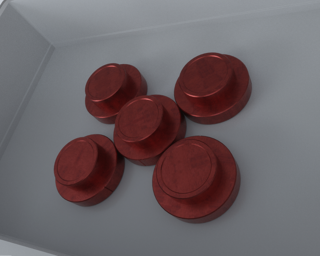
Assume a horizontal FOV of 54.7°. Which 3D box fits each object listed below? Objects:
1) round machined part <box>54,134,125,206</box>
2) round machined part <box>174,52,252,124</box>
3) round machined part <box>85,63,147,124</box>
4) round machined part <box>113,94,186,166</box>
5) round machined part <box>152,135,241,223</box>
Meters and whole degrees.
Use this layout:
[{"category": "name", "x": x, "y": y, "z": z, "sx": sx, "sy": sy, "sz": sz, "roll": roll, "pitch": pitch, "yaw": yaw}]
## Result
[{"category": "round machined part", "x": -0.100, "y": 0.051, "z": 0.413, "sx": 0.098, "sy": 0.042, "sz": 0.098, "roll": -13, "pitch": 56, "yaw": 20}, {"category": "round machined part", "x": 0.063, "y": -0.057, "z": 0.394, "sx": 0.098, "sy": 0.042, "sz": 0.098, "roll": -13, "pitch": 56, "yaw": 20}, {"category": "round machined part", "x": -0.072, "y": -0.058, "z": 0.465, "sx": 0.098, "sy": 0.042, "sz": 0.098, "roll": -13, "pitch": 56, "yaw": 20}, {"category": "round machined part", "x": -0.019, "y": -0.003, "z": 0.403, "sx": 0.098, "sy": 0.042, "sz": 0.098, "roll": -13, "pitch": 56, "yaw": 20}, {"category": "round machined part", "x": 0.035, "y": 0.051, "z": 0.342, "sx": 0.098, "sy": 0.042, "sz": 0.098, "roll": -13, "pitch": 56, "yaw": 20}]
